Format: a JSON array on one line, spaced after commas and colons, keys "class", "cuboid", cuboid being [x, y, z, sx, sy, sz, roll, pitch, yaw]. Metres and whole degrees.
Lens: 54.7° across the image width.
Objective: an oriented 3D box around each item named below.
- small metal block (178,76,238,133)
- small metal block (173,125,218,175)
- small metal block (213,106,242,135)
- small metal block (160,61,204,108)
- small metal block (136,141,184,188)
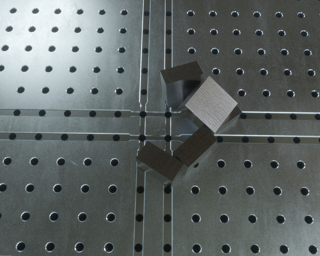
[{"class": "small metal block", "cuboid": [0.060, -0.028, 0.387, 0.050, 0.025, 0.050, 42, 75, -9]}, {"class": "small metal block", "cuboid": [0.042, 0.029, 0.388, 0.050, 0.050, 0.025, -41, 76, -14]}, {"class": "small metal block", "cuboid": [0.073, -0.022, 0.421, 0.050, 0.025, 0.050, -33, 74, -12]}, {"class": "small metal block", "cuboid": [0.030, -0.058, 0.417, 0.050, 0.050, 0.025, -16, 57, -6]}, {"class": "small metal block", "cuboid": [0.000, 0.046, 0.382, 0.050, 0.050, 0.025, 32, 73, 10]}]
